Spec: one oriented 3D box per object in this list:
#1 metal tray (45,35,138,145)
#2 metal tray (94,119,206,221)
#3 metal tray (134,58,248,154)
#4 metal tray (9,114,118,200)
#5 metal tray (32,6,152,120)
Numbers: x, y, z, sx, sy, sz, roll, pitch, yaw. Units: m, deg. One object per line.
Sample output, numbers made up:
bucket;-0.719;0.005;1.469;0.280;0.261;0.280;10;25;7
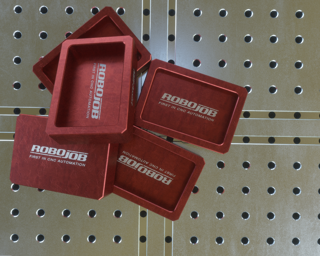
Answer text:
metal tray;-0.076;-0.047;0.368;0.090;0.030;0.130;-2;66;7
metal tray;-0.018;0.053;0.410;0.130;0.030;0.090;25;90;0
metal tray;0.038;-0.028;0.410;0.131;0.030;0.090;18;91;0
metal tray;-0.121;0.034;0.393;0.130;0.030;0.090;7;91;14
metal tray;-0.087;-0.083;0.409;0.130;0.030;0.090;-39;89;0
